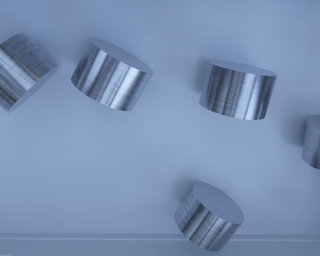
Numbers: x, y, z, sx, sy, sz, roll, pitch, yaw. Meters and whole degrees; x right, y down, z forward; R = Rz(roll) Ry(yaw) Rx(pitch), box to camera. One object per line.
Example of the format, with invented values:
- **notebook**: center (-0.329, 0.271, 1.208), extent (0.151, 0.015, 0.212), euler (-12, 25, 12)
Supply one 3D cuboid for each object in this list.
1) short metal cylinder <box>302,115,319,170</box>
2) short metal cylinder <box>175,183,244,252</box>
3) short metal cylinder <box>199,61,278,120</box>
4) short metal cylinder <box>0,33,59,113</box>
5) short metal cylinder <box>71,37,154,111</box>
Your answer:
- **short metal cylinder**: center (0.226, 0.019, 0.392), extent (0.081, 0.080, 0.050), euler (-1, 110, 0)
- **short metal cylinder**: center (0.068, 0.121, 0.428), extent (0.080, 0.080, 0.050), euler (27, 108, -10)
- **short metal cylinder**: center (0.091, -0.047, 0.366), extent (0.081, 0.080, 0.050), euler (9, 110, -4)
- **short metal cylinder**: center (-0.164, -0.063, 0.357), extent (0.080, 0.080, 0.050), euler (-41, 106, 13)
- **short metal cylinder**: center (-0.055, -0.062, 0.358), extent (0.080, 0.080, 0.050), euler (28, 108, -10)
